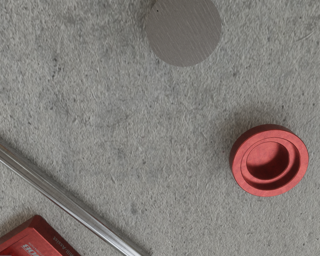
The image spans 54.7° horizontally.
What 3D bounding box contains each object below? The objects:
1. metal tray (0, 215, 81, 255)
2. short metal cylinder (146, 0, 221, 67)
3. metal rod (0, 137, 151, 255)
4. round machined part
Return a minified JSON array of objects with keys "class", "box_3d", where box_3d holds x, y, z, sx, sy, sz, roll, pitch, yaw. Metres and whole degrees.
[{"class":"metal tray","box_3d":[-0.183,0.207,0.480,0.090,0.030,0.130,-34,107,11]},{"class":"short metal cylinder","box_3d":[0.025,-0.114,0.355,0.081,0.050,0.079,0,110,-1]},{"class":"metal rod","box_3d":[-0.123,0.117,0.451,0.025,0.025,0.300,-43,105,14]},{"class":"round machined part","box_3d":[0.142,0.040,0.418,0.099,0.042,0.097,0,110,-1]}]
